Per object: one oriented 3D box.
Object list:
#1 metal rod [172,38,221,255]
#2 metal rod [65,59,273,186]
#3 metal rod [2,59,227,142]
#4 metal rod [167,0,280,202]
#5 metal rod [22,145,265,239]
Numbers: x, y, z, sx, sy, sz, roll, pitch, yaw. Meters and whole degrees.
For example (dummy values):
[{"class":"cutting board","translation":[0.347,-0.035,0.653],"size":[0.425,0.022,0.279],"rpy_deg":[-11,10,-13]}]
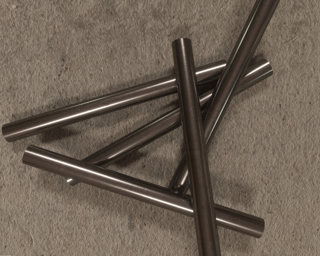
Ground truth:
[{"class":"metal rod","translation":[0.044,0.038,0.367],"size":[0.025,0.025,0.298],"rpy_deg":[-7,81,-1]},{"class":"metal rod","translation":[0.011,-0.008,0.410],"size":[0.301,0.025,0.025],"rpy_deg":[-29,90,-1]},{"class":"metal rod","translation":[-0.056,-0.036,0.409],"size":[0.302,0.025,0.025],"rpy_deg":[-17,90,-1]},{"class":"metal rod","translation":[0.075,-0.035,0.385],"size":[0.025,0.025,0.298],"rpy_deg":[24,100,-1]},{"class":"metal rod","translation":[-0.019,0.078,0.383],"size":[0.302,0.025,0.025],"rpy_deg":[18,90,0]}]
